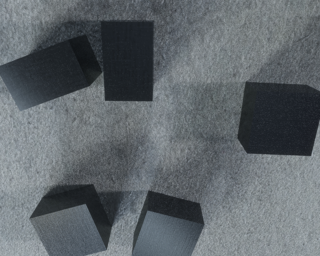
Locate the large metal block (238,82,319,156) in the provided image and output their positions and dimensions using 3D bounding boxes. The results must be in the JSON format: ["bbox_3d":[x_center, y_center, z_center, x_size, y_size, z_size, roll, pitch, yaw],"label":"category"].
[{"bbox_3d":[0.150,-0.013,0.394,0.081,0.050,0.079,2,110,-2],"label":"large metal block"}]

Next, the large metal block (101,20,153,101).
[{"bbox_3d":[-0.033,-0.079,0.351,0.050,0.080,0.079,1,110,-1],"label":"large metal block"}]

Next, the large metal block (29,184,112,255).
[{"bbox_3d":[-0.124,0.137,0.445,0.080,0.050,0.080,-16,110,5],"label":"large metal block"}]

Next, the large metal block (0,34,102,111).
[{"bbox_3d":[-0.120,-0.066,0.354,0.080,0.080,0.050,-19,109,6],"label":"large metal block"}]

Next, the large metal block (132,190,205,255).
[{"bbox_3d":[0.010,0.147,0.451,0.080,0.050,0.079,16,109,-6],"label":"large metal block"}]
